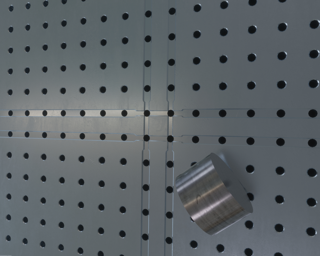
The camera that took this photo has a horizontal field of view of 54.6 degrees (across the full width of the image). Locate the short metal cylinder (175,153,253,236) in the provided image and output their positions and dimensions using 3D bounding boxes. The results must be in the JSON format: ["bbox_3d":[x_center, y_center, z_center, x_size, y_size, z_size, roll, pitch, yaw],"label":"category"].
[{"bbox_3d":[0.063,0.076,0.361,0.050,0.080,0.080,-37,78,16],"label":"short metal cylinder"}]
